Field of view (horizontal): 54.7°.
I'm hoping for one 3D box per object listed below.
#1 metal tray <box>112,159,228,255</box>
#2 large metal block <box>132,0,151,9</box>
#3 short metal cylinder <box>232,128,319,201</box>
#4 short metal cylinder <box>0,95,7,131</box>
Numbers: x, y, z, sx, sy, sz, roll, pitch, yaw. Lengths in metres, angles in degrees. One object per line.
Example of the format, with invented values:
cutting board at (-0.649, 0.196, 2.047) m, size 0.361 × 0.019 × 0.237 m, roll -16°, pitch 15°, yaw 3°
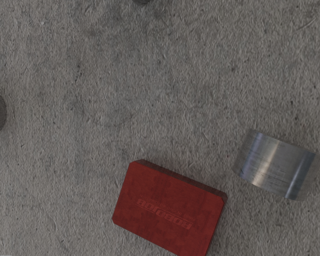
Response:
metal tray at (0.011, 0.105, 0.403) m, size 0.130 × 0.030 × 0.089 m, roll 20°, pitch 97°, yaw 18°
large metal block at (-0.041, -0.213, 0.394) m, size 0.050 × 0.080 × 0.080 m, roll -35°, pitch 79°, yaw 17°
short metal cylinder at (0.126, 0.037, 0.335) m, size 0.080 × 0.080 × 0.050 m, roll 23°, pitch 98°, yaw 18°
short metal cylinder at (-0.300, -0.025, 0.501) m, size 0.080 × 0.050 × 0.080 m, roll 0°, pitch 90°, yaw 20°
